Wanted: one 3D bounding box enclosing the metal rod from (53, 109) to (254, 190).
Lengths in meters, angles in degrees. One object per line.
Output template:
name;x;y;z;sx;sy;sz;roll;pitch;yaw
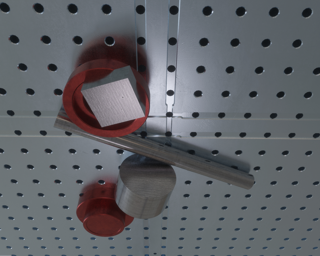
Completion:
metal rod;0.003;0.036;0.442;0.302;0.025;0.025;20;127;-16

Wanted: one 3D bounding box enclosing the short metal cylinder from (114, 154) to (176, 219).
short metal cylinder;-0.022;0.082;0.445;0.081;0.080;0.050;10;129;-9

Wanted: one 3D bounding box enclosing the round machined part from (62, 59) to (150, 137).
round machined part;-0.061;-0.039;0.367;0.099;0.042;0.097;0;130;0

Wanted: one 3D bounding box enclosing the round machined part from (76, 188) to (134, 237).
round machined part;-0.093;0.149;0.527;0.099;0.042;0.097;0;130;0

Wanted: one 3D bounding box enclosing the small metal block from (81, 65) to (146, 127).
small metal block;-0.047;-0.033;0.328;0.050;0.025;0.050;-14;129;11
